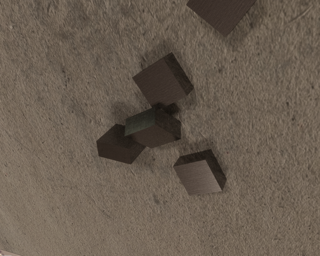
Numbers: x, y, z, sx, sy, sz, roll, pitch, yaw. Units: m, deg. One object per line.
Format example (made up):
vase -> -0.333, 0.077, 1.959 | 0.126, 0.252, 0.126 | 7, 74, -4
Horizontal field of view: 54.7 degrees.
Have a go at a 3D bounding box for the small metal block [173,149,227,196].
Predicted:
small metal block -> 0.054, 0.061, 0.415 | 0.050, 0.025, 0.050 | -18, 109, 34

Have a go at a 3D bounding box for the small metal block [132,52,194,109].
small metal block -> 0.004, -0.054, 0.370 | 0.050, 0.025, 0.050 | -24, 106, 36

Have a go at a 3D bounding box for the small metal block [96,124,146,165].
small metal block -> -0.051, 0.021, 0.429 | 0.050, 0.050, 0.025 | 12, 123, 21

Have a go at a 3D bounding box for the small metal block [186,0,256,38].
small metal block -> 0.062, -0.125, 0.296 | 0.050, 0.025, 0.050 | 40, 129, 0

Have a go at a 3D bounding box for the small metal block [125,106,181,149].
small metal block -> -0.009, 0.001, 0.394 | 0.050, 0.025, 0.050 | -20, 146, 35
